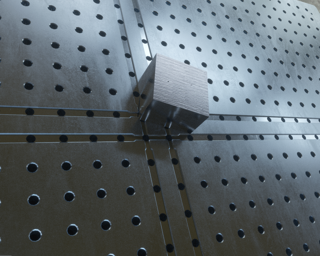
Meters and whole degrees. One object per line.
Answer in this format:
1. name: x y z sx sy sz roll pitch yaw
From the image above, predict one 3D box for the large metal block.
1. large metal block: 0.019 -0.047 0.433 0.081 0.050 0.080 16 55 -20
